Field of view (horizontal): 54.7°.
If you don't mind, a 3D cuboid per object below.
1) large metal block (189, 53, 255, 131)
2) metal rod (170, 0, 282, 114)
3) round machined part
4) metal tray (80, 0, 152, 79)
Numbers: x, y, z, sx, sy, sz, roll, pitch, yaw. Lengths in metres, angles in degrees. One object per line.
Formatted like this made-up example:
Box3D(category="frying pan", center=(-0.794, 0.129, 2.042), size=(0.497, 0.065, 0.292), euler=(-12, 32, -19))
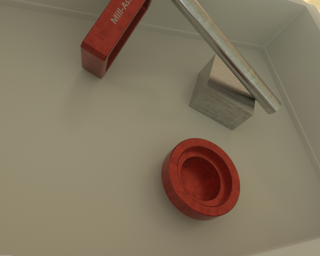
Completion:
Box3D(category="large metal block", center=(0.100, -0.056, 0.479), size=(0.080, 0.050, 0.080), euler=(28, 52, -11))
Box3D(category="metal rod", center=(0.068, -0.129, 0.418), size=(0.300, 0.025, 0.025), euler=(44, 49, -18))
Box3D(category="round machined part", center=(0.046, 0.065, 0.382), size=(0.099, 0.042, 0.098), euler=(14, 56, -21))
Box3D(category="metal tray", center=(-0.050, -0.131, 0.386), size=(0.030, 0.090, 0.130), euler=(32, 78, -8))
